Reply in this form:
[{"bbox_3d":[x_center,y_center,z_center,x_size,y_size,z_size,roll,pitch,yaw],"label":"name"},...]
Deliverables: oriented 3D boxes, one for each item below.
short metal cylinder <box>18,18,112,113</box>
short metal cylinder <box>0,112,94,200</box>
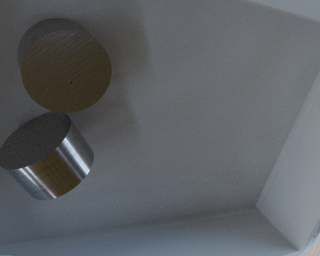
[{"bbox_3d":[-0.094,-0.061,0.304,0.081,0.050,0.079,-14,125,-21],"label":"short metal cylinder"},{"bbox_3d":[-0.118,0.028,0.327,0.080,0.080,0.050,-31,129,-9],"label":"short metal cylinder"}]
